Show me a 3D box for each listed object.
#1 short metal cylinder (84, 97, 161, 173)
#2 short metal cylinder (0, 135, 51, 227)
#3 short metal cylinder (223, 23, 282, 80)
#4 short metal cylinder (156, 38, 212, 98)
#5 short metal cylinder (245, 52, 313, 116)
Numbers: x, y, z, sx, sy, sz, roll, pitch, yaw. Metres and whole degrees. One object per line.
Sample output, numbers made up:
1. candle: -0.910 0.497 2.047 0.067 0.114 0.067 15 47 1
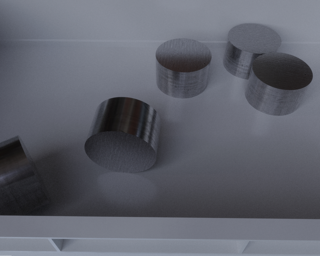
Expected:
1. short metal cylinder: -0.041 0.010 0.361 0.080 0.080 0.050 5 50 4
2. short metal cylinder: -0.155 0.054 0.323 0.050 0.080 0.080 -26 55 -20
3. short metal cylinder: 0.144 -0.122 0.492 0.080 0.050 0.080 0 50 0
4. short metal cylinder: 0.034 -0.090 0.465 0.080 0.050 0.080 0 50 0
5. short metal cylinder: 0.167 -0.064 0.443 0.081 0.050 0.080 0 50 0
